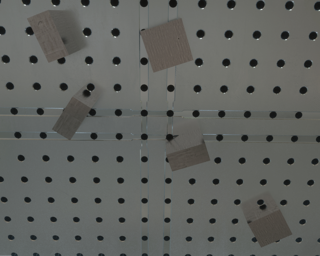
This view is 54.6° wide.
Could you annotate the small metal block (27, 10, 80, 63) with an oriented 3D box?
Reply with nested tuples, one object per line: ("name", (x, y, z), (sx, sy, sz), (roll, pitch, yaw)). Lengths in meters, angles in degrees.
("small metal block", (-0.121, -0.107, 0.360), (0.025, 0.050, 0.050), (-19, 109, 7))

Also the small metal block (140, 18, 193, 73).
("small metal block", (0.008, -0.101, 0.376), (0.050, 0.025, 0.050), (-17, 109, 6))

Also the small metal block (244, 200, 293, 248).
("small metal block", (0.162, 0.144, 0.468), (0.050, 0.025, 0.050), (-28, 108, 9))

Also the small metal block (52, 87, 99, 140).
("small metal block", (-0.106, -0.019, 0.392), (0.025, 0.050, 0.050), (34, 107, -12))

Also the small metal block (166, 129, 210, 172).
("small metal block", (0.035, 0.028, 0.411), (0.050, 0.050, 0.025), (-17, 109, 6))
